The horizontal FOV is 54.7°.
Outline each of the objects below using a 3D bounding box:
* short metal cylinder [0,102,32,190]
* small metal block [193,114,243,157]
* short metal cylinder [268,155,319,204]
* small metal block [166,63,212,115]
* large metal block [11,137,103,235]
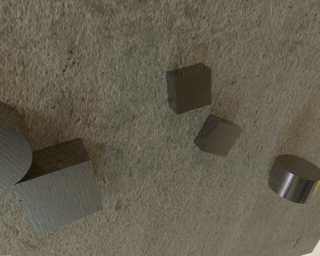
[{"bbox_3d":[-0.173,0.018,0.307,0.081,0.050,0.079,-14,124,-21],"label":"short metal cylinder"},{"bbox_3d":[0.086,0.012,0.462,0.050,0.025,0.050,16,110,-35],"label":"small metal block"},{"bbox_3d":[0.244,0.091,0.561,0.081,0.080,0.050,-2,119,-28],"label":"short metal cylinder"},{"bbox_3d":[0.037,-0.050,0.396,0.050,0.025,0.050,-18,126,-18],"label":"small metal block"},{"bbox_3d":[-0.120,0.067,0.367,0.081,0.050,0.079,-18,126,-18],"label":"large metal block"}]
